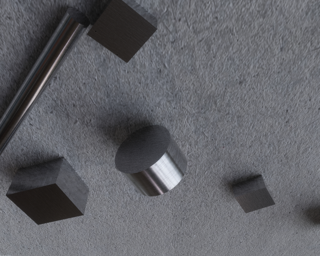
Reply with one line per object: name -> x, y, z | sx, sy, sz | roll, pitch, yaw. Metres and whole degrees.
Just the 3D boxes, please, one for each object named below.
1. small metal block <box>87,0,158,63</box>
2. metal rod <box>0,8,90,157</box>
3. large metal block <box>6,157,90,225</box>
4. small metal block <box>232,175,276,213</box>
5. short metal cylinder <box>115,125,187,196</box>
small metal block -> -0.038, -0.104, 0.318 | 0.050, 0.025, 0.050 | 33, 123, -25
metal rod -> -0.176, -0.023, 0.385 | 0.025, 0.025, 0.299 | 32, 123, -24
large metal block -> -0.167, 0.097, 0.472 | 0.080, 0.050, 0.080 | -15, 129, 12
small metal block -> 0.151, 0.108, 0.501 | 0.050, 0.025, 0.050 | -24, 127, 19
short metal cylinder -> -0.011, 0.042, 0.407 | 0.080, 0.080, 0.050 | -21, 127, 17
